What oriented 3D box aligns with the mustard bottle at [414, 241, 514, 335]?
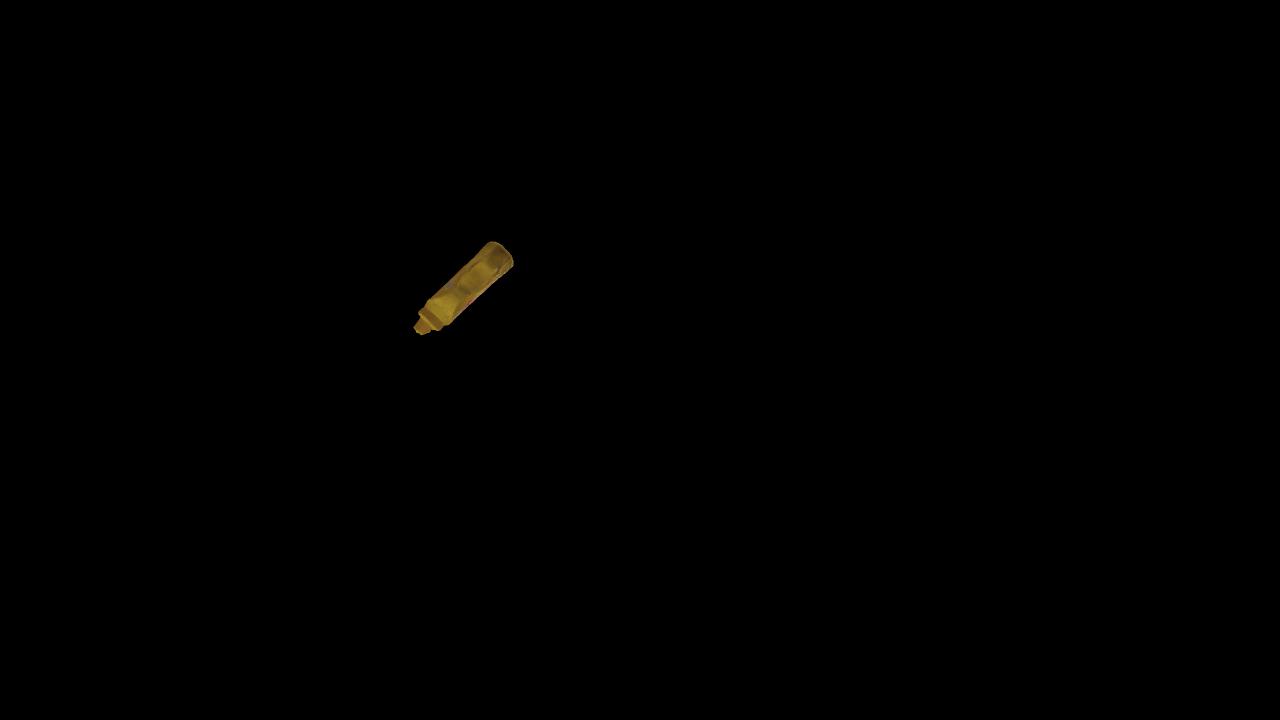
[{"bbox_3d":[-0.283,-0.108,0.968,0.054,0.184,0.092,49,-16,-21],"label":"mustard bottle"}]
